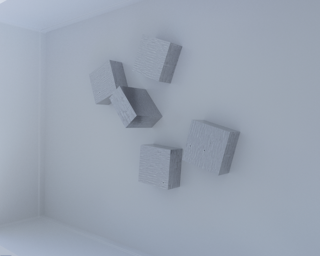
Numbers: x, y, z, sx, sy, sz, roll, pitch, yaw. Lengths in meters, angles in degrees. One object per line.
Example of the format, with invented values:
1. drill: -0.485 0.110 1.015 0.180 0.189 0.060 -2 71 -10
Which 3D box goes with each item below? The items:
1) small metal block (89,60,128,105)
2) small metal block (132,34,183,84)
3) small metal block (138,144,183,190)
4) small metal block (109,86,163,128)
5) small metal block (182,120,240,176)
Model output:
1. small metal block: -0.077 -0.068 0.468 0.050 0.025 0.050 -24 75 37
2. small metal block: -0.004 -0.091 0.409 0.050 0.025 0.050 28 107 36
3. small metal block: 0.000 0.049 0.405 0.050 0.025 0.050 7 94 39
4. small metal block: -0.032 -0.027 0.415 0.025 0.050 0.050 -45 63 30
5. small metal block: 0.058 0.021 0.357 0.050 0.025 0.050 21 103 37
